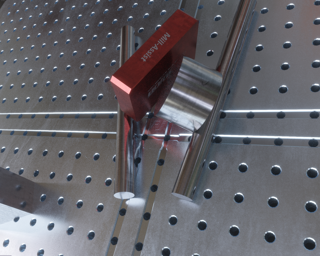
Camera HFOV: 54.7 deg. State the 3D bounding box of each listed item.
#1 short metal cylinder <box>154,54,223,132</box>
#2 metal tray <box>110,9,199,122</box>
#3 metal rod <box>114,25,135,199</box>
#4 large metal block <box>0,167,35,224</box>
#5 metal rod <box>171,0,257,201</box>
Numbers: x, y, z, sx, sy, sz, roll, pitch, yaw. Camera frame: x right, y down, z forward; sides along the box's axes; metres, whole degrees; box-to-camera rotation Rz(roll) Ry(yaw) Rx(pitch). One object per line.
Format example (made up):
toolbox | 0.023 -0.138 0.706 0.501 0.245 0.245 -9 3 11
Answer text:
short metal cylinder | 0.032 -0.041 0.373 0.050 0.080 0.080 24 69 -9
metal tray | -0.003 -0.078 0.403 0.030 0.090 0.130 37 74 15
metal rod | -0.050 -0.043 0.460 0.025 0.025 0.299 -16 55 19
large metal block | -0.241 0.098 0.439 0.080 0.080 0.050 -21 54 16
metal rod | 0.077 -0.053 0.400 0.025 0.025 0.300 9 66 32
